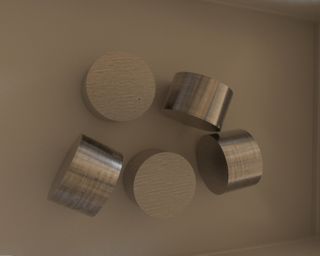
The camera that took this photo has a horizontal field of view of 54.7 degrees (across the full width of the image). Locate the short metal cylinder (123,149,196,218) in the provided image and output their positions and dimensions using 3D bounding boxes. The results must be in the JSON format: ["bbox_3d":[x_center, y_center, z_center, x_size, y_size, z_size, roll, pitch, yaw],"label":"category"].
[{"bbox_3d":[-0.002,0.069,0.396,0.081,0.050,0.079,0,90,-21],"label":"short metal cylinder"}]

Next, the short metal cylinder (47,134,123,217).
[{"bbox_3d":[-0.084,0.053,0.349,0.050,0.080,0.080,29,81,-18],"label":"short metal cylinder"}]

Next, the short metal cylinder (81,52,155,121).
[{"bbox_3d":[-0.052,-0.048,0.377,0.081,0.050,0.079,0,90,-21],"label":"short metal cylinder"}]

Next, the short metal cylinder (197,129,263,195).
[{"bbox_3d":[0.090,0.044,0.414,0.050,0.080,0.079,-10,94,-20],"label":"short metal cylinder"}]

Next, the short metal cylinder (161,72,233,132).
[{"bbox_3d":[0.048,-0.032,0.400,0.080,0.080,0.050,23,83,-19],"label":"short metal cylinder"}]
